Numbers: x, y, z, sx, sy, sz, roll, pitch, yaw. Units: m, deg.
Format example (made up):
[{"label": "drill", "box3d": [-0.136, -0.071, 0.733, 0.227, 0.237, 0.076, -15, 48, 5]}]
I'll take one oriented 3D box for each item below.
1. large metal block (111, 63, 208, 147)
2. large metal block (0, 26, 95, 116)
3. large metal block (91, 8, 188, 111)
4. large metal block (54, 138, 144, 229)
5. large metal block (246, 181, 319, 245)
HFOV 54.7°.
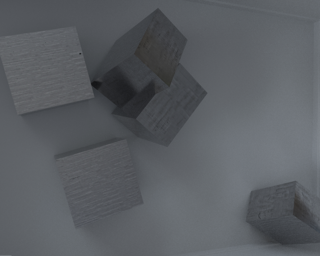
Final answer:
[{"label": "large metal block", "box3d": [-0.003, -0.029, 0.377, 0.050, 0.080, 0.080, 43, 76, -25]}, {"label": "large metal block", "box3d": [-0.128, -0.062, 0.350, 0.081, 0.050, 0.080, -16, 96, -20]}, {"label": "large metal block", "box3d": [-0.023, -0.076, 0.355, 0.050, 0.080, 0.080, 41, 50, -27]}, {"label": "large metal block", "box3d": [-0.074, 0.061, 0.371, 0.081, 0.050, 0.080, -16, 96, -20]}, {"label": "large metal block", "box3d": [0.185, 0.125, 0.445, 0.080, 0.080, 0.050, 34, 55, -17]}]
